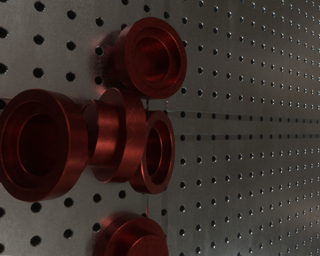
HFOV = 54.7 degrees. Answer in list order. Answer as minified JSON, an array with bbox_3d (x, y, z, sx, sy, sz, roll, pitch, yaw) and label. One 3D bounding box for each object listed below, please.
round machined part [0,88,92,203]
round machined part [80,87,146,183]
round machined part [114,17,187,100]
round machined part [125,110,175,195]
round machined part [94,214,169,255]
[{"bbox_3d":[-0.102,0.016,0.282,0.042,0.098,0.097,9,84,-60],"label":"round machined part"},{"bbox_3d":[-0.056,0.007,0.317,0.042,0.098,0.097,8,85,-32],"label":"round machined part"},{"bbox_3d":[-0.015,-0.083,0.387,0.099,0.042,0.097,0,90,-40],"label":"round machined part"},{"bbox_3d":[-0.019,0.028,0.368,0.098,0.042,0.097,0,90,-67],"label":"round machined part"},{"bbox_3d":[-0.028,0.159,0.377,0.099,0.042,0.097,0,90,-40],"label":"round machined part"}]
